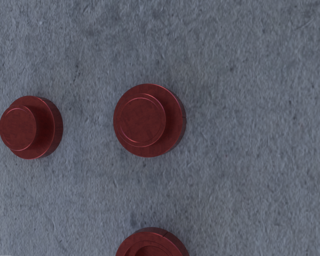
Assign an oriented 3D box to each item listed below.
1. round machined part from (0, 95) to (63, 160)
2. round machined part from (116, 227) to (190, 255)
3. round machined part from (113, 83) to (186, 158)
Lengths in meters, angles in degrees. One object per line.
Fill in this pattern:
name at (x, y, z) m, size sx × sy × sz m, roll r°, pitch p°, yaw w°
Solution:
round machined part at (-0.201, -0.001, 0.469) m, size 0.098 × 0.042 × 0.097 m, roll 0°, pitch 90°, yaw 19°
round machined part at (-0.006, 0.177, 0.401) m, size 0.098 × 0.042 × 0.097 m, roll 0°, pitch 90°, yaw 19°
round machined part at (-0.018, -0.010, 0.405) m, size 0.098 × 0.042 × 0.097 m, roll 0°, pitch 90°, yaw 19°
